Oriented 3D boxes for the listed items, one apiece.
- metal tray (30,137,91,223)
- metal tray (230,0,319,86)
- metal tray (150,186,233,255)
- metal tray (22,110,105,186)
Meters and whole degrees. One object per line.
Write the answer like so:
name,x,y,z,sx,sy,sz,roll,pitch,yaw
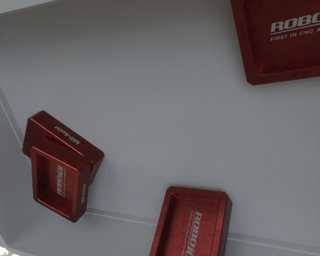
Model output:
metal tray,-0.163,0.087,0.505,0.090,0.030,0.129,24,127,13
metal tray,0.138,-0.092,0.275,0.130,0.030,0.090,-5,116,30
metal tray,0.040,0.147,0.412,0.090,0.130,0.030,1,149,27
metal tray,-0.164,0.041,0.518,0.130,0.030,0.089,34,129,5
